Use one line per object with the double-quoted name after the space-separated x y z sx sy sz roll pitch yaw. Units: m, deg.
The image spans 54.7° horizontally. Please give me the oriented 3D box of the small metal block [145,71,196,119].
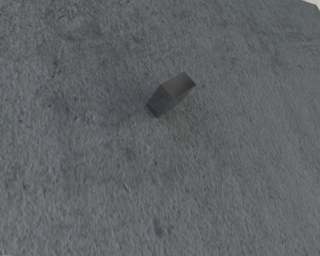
0.014 -0.045 0.425 0.050 0.050 0.025 -35 82 -38 "small metal block"
